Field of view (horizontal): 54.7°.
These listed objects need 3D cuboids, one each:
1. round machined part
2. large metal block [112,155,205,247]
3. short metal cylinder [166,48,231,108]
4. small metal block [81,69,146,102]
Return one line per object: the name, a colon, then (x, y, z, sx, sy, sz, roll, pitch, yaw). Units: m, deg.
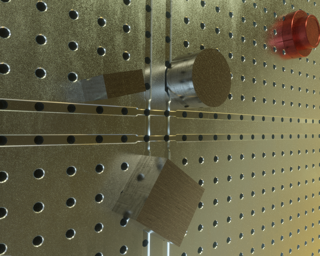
round machined part: (0.302, -0.198, 0.650, 0.099, 0.042, 0.097, 0, 90, -40)
large metal block: (0.001, 0.091, 0.393, 0.080, 0.050, 0.080, 42, 64, -32)
short metal cylinder: (0.056, -0.068, 0.439, 0.081, 0.050, 0.080, 0, 90, -40)
small metal block: (-0.053, -0.048, 0.348, 0.050, 0.050, 0.025, -17, 101, -39)
